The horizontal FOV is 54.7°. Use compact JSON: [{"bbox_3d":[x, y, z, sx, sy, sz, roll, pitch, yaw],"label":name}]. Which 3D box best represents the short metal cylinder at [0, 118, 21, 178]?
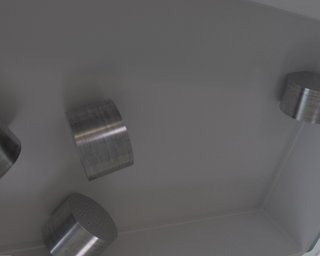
[{"bbox_3d":[-0.180,0.019,0.286,0.080,0.080,0.050,-31,129,-9],"label":"short metal cylinder"}]

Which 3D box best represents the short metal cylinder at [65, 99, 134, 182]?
[{"bbox_3d":[-0.068,0.013,0.344,0.050,0.080,0.079,-19,126,-17],"label":"short metal cylinder"}]

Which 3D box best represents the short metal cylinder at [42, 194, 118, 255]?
[{"bbox_3d":[-0.102,0.131,0.399,0.050,0.080,0.080,-47,129,5],"label":"short metal cylinder"}]

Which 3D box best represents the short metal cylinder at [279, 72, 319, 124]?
[{"bbox_3d":[0.228,-0.047,0.468,0.081,0.080,0.050,-11,123,-23],"label":"short metal cylinder"}]
